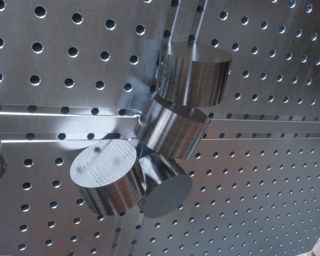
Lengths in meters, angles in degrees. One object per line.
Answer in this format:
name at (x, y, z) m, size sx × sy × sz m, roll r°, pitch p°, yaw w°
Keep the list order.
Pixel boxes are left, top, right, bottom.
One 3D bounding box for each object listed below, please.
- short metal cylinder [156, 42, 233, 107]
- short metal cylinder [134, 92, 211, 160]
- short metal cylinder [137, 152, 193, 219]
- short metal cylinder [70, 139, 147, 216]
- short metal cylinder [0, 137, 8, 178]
short metal cylinder at (0.038, -0.064, 0.357) m, size 0.081 × 0.080 × 0.050 m, roll -7°, pitch 122°, yaw -25°
short metal cylinder at (0.015, -0.004, 0.381) m, size 0.081 × 0.080 × 0.050 m, roll 13°, pitch 112°, yaw -34°
short metal cylinder at (-0.001, 0.079, 0.434) m, size 0.081 × 0.050 × 0.079 m, roll -22°, pitch 136°, yaw -23°
short metal cylinder at (-0.061, 0.058, 0.378) m, size 0.080 × 0.080 × 0.050 m, roll -25°, pitch 127°, yaw -13°
short metal cylinder at (-0.191, 0.023, 0.285) m, size 0.081 × 0.080 × 0.050 m, roll -13°, pitch 124°, yaw -21°
